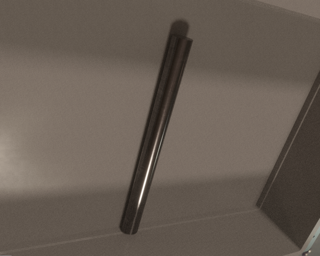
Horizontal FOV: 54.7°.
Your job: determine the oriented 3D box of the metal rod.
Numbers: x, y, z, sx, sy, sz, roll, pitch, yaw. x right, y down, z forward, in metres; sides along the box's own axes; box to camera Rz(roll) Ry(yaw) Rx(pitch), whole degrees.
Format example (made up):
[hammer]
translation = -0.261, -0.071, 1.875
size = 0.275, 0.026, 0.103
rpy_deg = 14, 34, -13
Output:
[metal rod]
translation = -0.010, 0.026, 0.420
size = 0.025, 0.025, 0.298
rpy_deg = 1, 118, -29
